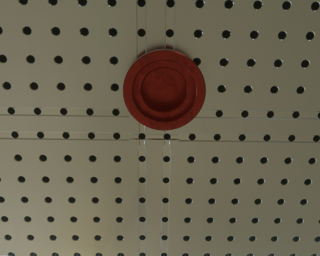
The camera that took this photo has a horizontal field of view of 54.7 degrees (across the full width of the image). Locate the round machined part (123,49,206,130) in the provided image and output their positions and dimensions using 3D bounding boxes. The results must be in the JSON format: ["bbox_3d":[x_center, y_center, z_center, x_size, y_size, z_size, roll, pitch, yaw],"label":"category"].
[{"bbox_3d":[0.005,-0.050,0.386,0.099,0.042,0.097,0,110,-1],"label":"round machined part"}]
